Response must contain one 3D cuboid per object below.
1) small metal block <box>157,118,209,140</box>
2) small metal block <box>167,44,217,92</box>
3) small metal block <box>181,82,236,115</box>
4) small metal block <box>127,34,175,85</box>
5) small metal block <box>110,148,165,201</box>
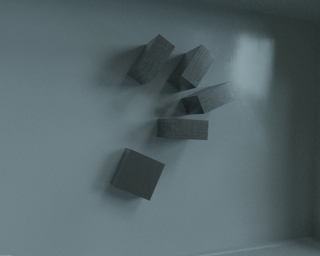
[{"bbox_3d":[0.029,0.002,0.408,0.050,0.050,0.025,3,89,-20],"label":"small metal block"},{"bbox_3d":[0.041,-0.078,0.412,0.025,0.050,0.050,37,78,-17],"label":"small metal block"},{"bbox_3d":[0.065,-0.039,0.421,0.050,0.050,0.025,-24,98,-18],"label":"small metal block"},{"bbox_3d":[-0.013,-0.085,0.392,0.025,0.050,0.050,35,79,-17],"label":"small metal block"},{"bbox_3d":[-0.029,0.059,0.400,0.050,0.025,0.050,26,81,-18],"label":"small metal block"}]
